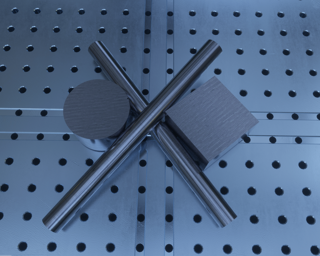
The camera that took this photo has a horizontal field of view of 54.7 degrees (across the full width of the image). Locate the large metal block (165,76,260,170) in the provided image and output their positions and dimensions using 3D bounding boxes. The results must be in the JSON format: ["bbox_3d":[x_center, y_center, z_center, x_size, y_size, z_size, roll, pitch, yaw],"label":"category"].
[{"bbox_3d":[0.063,-0.005,0.396,0.080,0.050,0.080,-37,74,-12],"label":"large metal block"}]

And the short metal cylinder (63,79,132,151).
[{"bbox_3d":[-0.077,-0.016,0.400,0.081,0.050,0.080,0,70,0],"label":"short metal cylinder"}]

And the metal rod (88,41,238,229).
[{"bbox_3d":[-0.006,-0.003,0.408,0.025,0.025,0.300,-34,74,-12],"label":"metal rod"}]

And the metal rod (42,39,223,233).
[{"bbox_3d":[-0.029,0.005,0.383,0.025,0.025,0.300,41,83,13],"label":"metal rod"}]
